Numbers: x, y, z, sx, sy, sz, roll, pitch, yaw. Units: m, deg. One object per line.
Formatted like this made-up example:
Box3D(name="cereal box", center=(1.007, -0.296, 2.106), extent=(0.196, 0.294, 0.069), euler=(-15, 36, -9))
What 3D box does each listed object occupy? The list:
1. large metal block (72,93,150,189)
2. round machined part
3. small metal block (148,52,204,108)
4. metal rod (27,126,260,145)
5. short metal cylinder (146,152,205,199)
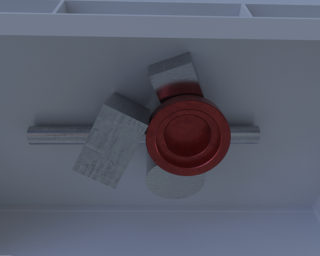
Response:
Box3D(name="large metal block", center=(-0.053, 0.011, 0.360), extent=(0.050, 0.080, 0.080), euler=(26, 103, -7))
Box3D(name="round machined part", center=(0.033, 0.006, 0.377), extent=(0.099, 0.042, 0.097), euler=(0, 113, 0))
Box3D(name="small metal block", center=(0.019, -0.054, 0.362), extent=(0.050, 0.025, 0.050), euler=(-16, 129, 13))
Box3D(name="metal rod", center=(-0.021, 0.009, 0.413), extent=(0.302, 0.025, 0.025), euler=(0, 130, -1))
Box3D(name="short metal cylinder", center=(0.021, 0.056, 0.437), extent=(0.081, 0.050, 0.079), euler=(0, 130, 0))
